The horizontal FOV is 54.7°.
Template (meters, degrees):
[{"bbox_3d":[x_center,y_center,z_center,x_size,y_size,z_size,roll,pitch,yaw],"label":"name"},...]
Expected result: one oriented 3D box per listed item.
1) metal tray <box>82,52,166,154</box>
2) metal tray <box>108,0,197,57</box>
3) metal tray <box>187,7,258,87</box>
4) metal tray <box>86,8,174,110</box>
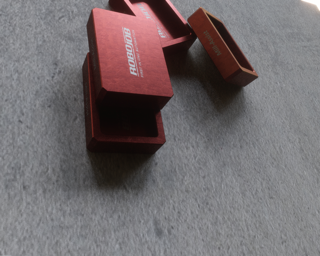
[{"bbox_3d":[-0.048,-0.033,0.395,0.091,0.030,0.130,5,60,-26],"label":"metal tray"},{"bbox_3d":[-0.011,-0.177,0.504,0.091,0.030,0.130,-28,77,-37],"label":"metal tray"},{"bbox_3d":[0.106,-0.133,0.519,0.091,0.030,0.130,-2,60,-56],"label":"metal tray"},{"bbox_3d":[-0.040,-0.088,0.395,0.091,0.030,0.130,2,61,-28],"label":"metal tray"}]
